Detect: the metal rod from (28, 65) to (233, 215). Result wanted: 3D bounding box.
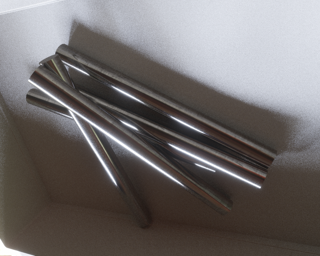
[{"bbox_3d":[-0.026,0.024,0.392,0.301,0.025,0.025,36,130,-14],"label":"metal rod"}]

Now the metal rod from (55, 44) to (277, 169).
[{"bbox_3d":[-0.001,-0.032,0.387,0.301,0.025,0.025,28,128,10],"label":"metal rod"}]

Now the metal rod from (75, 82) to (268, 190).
[{"bbox_3d":[-0.011,0.000,0.400,0.301,0.025,0.025,25,127,17],"label":"metal rod"}]

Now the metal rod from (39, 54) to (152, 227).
[{"bbox_3d":[-0.080,0.036,0.444,0.025,0.025,0.299,-6,124,30],"label":"metal rod"}]

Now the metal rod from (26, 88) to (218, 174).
[{"bbox_3d":[-0.062,-0.001,0.438,0.301,0.025,0.025,20,126,16],"label":"metal rod"}]
